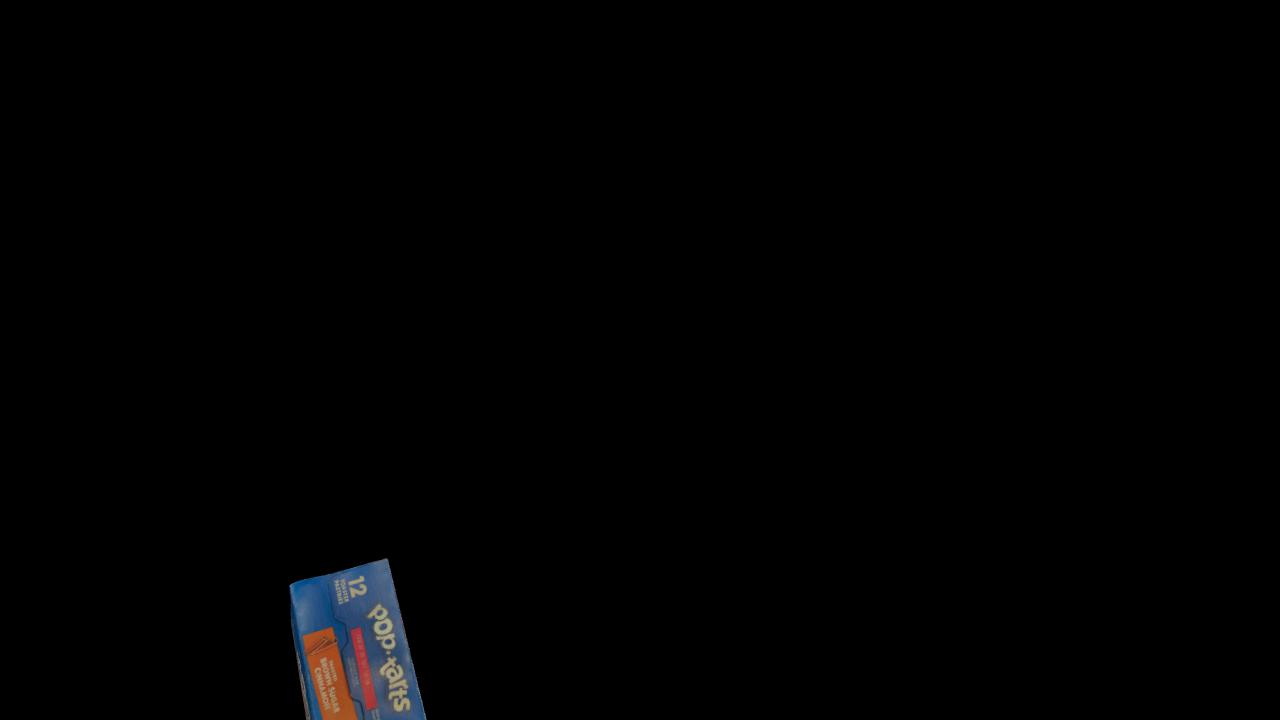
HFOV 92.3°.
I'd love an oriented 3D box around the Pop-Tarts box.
[{"bbox_3d":[-0.258,0.288,0.555,0.083,0.167,0.141,-9,-27,-34],"label":"Pop-Tarts box"}]
